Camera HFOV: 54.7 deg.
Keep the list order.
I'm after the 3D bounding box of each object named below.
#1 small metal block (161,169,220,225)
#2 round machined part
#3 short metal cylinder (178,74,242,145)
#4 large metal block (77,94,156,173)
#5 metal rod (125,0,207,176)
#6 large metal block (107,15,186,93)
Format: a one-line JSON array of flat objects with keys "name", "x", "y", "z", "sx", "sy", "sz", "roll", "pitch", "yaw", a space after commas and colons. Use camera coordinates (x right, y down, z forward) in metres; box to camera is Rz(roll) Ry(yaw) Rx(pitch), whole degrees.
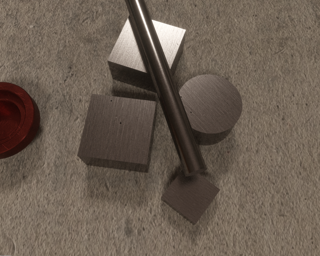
[{"name": "small metal block", "x": 0.037, "y": 0.082, "z": 0.379, "sx": 0.050, "sy": 0.025, "sz": 0.050, "roll": 36, "pitch": 74, "yaw": 12}, {"name": "round machined part", "x": -0.204, "y": -0.006, "z": 0.399, "sx": 0.099, "sy": 0.042, "sz": 0.098, "roll": 0, "pitch": 70, "yaw": -1}, {"name": "short metal cylinder", "x": 0.061, "y": -0.022, "z": 0.404, "sx": 0.081, "sy": 0.050, "sz": 0.080, "roll": 0, "pitch": 70, "yaw": 0}, {"name": "large metal block", "x": -0.050, "y": 0.008, "z": 0.391, "sx": 0.080, "sy": 0.050, "sz": 0.080, "roll": 7, "pitch": 70, "yaw": 2}, {"name": "metal rod", "x": -0.005, "y": -0.086, "z": 0.386, "sx": 0.025, "sy": 0.025, "sz": 0.299, "roll": -16, "pitch": 71, "yaw": -6}, {"name": "large metal block", "x": -0.017, "y": -0.101, "z": 0.432, "sx": 0.080, "sy": 0.050, "sz": 0.080, "roll": 19, "pitch": 71, "yaw": 6}]
